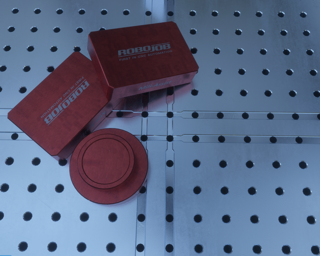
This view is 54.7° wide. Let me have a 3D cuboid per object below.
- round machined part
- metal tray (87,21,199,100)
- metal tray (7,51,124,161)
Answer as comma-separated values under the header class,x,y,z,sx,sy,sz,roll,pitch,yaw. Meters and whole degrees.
class,x,y,z,sx,sy,sz,roll,pitch,yaw
round machined part,-0.064,0.045,0.385,0.099,0.042,0.098,0,70,0
metal tray,-0.023,-0.096,0.425,0.131,0.030,0.090,-16,70,-23
metal tray,-0.123,-0.031,0.420,0.090,0.030,0.130,38,74,12
